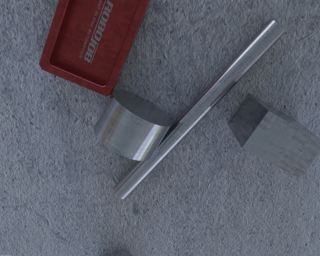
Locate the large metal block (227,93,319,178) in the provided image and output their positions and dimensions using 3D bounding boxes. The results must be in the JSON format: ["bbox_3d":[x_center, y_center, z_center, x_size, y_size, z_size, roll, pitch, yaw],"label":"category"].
[{"bbox_3d":[0.139,0.006,0.384,0.080,0.080,0.050,28,108,-10],"label":"large metal block"}]

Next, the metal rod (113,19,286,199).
[{"bbox_3d":[0.041,-0.014,0.404,0.025,0.025,0.299,39,105,-13],"label":"metal rod"}]

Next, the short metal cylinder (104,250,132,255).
[{"bbox_3d":[-0.067,0.231,0.465,0.050,0.080,0.080,-19,109,7],"label":"short metal cylinder"}]

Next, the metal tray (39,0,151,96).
[{"bbox_3d":[-0.076,-0.114,0.364,0.090,0.030,0.129,23,108,-9],"label":"metal tray"}]

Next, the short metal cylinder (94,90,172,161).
[{"bbox_3d":[-0.033,-0.004,0.378,0.080,0.080,0.050,28,108,-10],"label":"short metal cylinder"}]
